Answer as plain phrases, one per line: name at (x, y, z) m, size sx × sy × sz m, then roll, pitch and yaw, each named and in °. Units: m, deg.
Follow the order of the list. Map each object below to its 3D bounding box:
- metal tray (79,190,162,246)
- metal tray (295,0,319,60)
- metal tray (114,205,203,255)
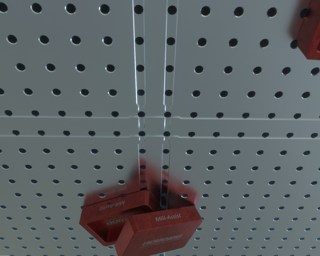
metal tray at (-0.062, 0.161, 0.544) m, size 0.130 × 0.030 × 0.090 m, roll -19°, pitch 128°, yaw 14°
metal tray at (0.220, -0.113, 0.315) m, size 0.131 × 0.030 × 0.089 m, roll 3°, pitch 130°, yaw -3°
metal tray at (-0.002, 0.178, 0.525) m, size 0.131 × 0.030 × 0.089 m, roll 0°, pitch 131°, yaw -31°
